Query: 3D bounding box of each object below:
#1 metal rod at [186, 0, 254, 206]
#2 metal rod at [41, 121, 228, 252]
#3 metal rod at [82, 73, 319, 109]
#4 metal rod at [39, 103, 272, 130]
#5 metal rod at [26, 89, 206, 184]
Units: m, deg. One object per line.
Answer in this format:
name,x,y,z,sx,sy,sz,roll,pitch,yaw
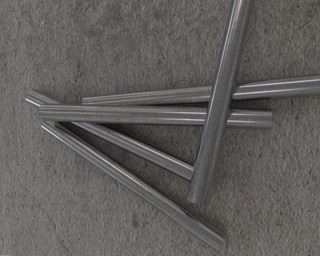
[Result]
metal rod,0.076,-0.062,0.357,0.025,0.025,0.299,12,85,19
metal rod,-0.046,0.067,0.425,0.300,0.025,0.025,31,100,17
metal rod,0.036,-0.041,0.395,0.301,0.025,0.025,-3,89,19
metal rod,-0.016,-0.016,0.399,0.301,0.025,0.025,2,91,14
metal rod,-0.066,0.009,0.432,0.301,0.025,0.025,24,98,18
